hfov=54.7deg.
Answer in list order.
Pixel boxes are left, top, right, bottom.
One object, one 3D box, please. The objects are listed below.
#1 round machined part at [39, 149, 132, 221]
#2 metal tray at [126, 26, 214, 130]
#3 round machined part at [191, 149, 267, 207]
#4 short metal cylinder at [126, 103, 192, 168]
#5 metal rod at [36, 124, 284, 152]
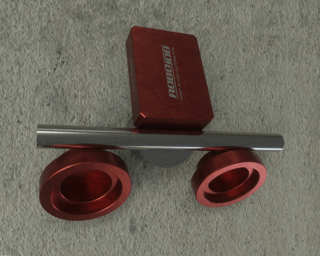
[{"bbox_3d":[-0.085,0.059,0.353,0.099,0.042,0.097,-11,132,-12],"label":"round machined part"},{"bbox_3d":[0.009,-0.062,0.383,0.091,0.030,0.130,2,63,-20],"label":"metal tray"},{"bbox_3d":[0.088,0.061,0.417,0.099,0.042,0.097,-10,136,-10],"label":"round machined part"},{"bbox_3d":[0.001,0.008,0.399,0.081,0.050,0.079,0,90,-21],"label":"short metal cylinder"},{"bbox_3d":[0.017,0.014,0.365,0.303,0.025,0.025,2,89,-21],"label":"metal rod"}]
